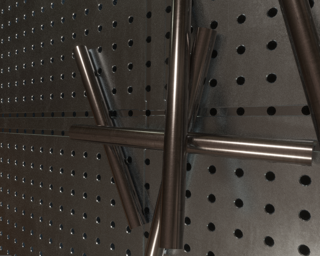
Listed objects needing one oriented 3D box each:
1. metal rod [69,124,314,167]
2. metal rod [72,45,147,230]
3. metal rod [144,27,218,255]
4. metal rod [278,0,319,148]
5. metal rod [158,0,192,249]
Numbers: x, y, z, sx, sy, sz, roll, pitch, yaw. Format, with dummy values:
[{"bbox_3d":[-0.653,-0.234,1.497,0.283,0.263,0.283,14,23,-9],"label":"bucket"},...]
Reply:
[{"bbox_3d":[0.012,0.015,0.363,0.300,0.025,0.025,4,93,29],"label":"metal rod"},{"bbox_3d":[-0.081,0.004,0.473,0.025,0.025,0.299,-33,70,35],"label":"metal rod"},{"bbox_3d":[0.023,0.028,0.388,0.025,0.025,0.298,20,103,38],"label":"metal rod"},{"bbox_3d":[0.146,-0.044,0.288,0.025,0.025,0.298,-19,78,38],"label":"metal rod"},{"bbox_3d":[0.019,-0.027,0.343,0.025,0.025,0.299,-11,68,39],"label":"metal rod"}]
